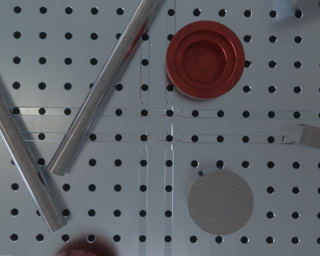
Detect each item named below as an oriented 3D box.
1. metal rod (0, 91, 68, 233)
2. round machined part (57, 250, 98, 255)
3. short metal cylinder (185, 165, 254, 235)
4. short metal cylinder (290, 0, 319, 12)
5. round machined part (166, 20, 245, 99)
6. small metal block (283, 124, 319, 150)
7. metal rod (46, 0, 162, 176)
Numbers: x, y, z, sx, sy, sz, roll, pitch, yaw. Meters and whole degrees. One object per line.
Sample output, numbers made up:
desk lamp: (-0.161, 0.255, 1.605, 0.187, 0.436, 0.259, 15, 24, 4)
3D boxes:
metal rod: (-0.202, 0.000, 0.411, 0.025, 0.025, 0.299, -27, 90, 0)
round machined part: (-0.108, 0.207, 0.404, 0.099, 0.042, 0.097, 0, 90, 0)
short metal cylinder: (0.074, 0.091, 0.401, 0.081, 0.050, 0.080, 0, 90, 0)
short metal cylinder: (0.203, -0.186, 0.387, 0.080, 0.080, 0.050, -10, 90, 0)
round machined part: (0.057, -0.085, 0.405, 0.099, 0.042, 0.097, 0, 90, 0)
small metal block: (0.197, 0.013, 0.402, 0.050, 0.050, 0.025, 14, 90, 0)
metal rod: (-0.066, -0.073, 0.412, 0.025, 0.025, 0.299, 29, 90, 0)
